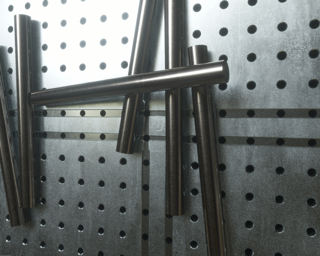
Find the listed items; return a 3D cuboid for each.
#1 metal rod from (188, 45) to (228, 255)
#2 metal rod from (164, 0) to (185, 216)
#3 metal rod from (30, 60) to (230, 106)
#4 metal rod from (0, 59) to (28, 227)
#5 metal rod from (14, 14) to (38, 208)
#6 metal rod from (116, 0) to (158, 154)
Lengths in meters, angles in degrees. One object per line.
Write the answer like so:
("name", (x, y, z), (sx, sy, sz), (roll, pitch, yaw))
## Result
("metal rod", (0.061, 0.046, 0.391), (0.025, 0.025, 0.298), (-6, 88, 20))
("metal rod", (0.019, -0.038, 0.406), (0.025, 0.025, 0.298), (-1, 90, 20))
("metal rod", (-0.059, -0.053, 0.409), (0.300, 0.025, 0.025), (-3, 89, 29))
("metal rod", (-0.253, 0.007, 0.503), (0.025, 0.025, 0.299), (-13, 86, 19))
("metal rod", (-0.211, -0.026, 0.487), (0.025, 0.025, 0.298), (-3, 89, 20))
("metal rod", (-0.025, -0.114, 0.421), (0.025, 0.025, 0.298), (11, 94, 20))
